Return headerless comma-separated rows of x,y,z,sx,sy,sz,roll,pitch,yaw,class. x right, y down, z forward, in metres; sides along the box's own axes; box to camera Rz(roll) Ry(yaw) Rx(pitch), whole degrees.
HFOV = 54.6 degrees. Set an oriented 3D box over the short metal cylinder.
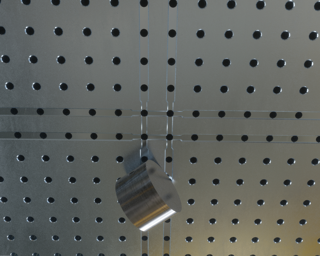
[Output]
-0.014,0.090,0.417,0.050,0.080,0.080,-35,107,12,short metal cylinder
